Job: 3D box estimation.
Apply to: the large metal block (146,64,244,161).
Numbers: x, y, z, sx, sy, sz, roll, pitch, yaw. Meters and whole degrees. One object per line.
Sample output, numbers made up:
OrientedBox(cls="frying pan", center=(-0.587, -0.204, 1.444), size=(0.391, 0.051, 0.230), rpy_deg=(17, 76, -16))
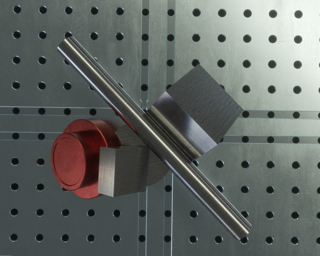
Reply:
OrientedBox(cls="large metal block", center=(0.043, -0.020, 0.376), size=(0.080, 0.050, 0.080), rpy_deg=(46, 47, 0))

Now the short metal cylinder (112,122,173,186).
OrientedBox(cls="short metal cylinder", center=(-0.024, 0.031, 0.397), size=(0.081, 0.050, 0.079), rpy_deg=(0, 90, 0))

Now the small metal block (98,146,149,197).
OrientedBox(cls="small metal block", center=(-0.040, 0.046, 0.345), size=(0.025, 0.050, 0.050), rpy_deg=(3, 91, 40))

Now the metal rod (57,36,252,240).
OrientedBox(cls="metal rod", center=(-0.006, 0.012, 0.359), size=(0.025, 0.025, 0.300), rpy_deg=(-43, 90, 0))

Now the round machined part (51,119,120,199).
OrientedBox(cls="round machined part", center=(-0.095, 0.038, 0.375), size=(0.098, 0.042, 0.097), rpy_deg=(3, 95, 38))
